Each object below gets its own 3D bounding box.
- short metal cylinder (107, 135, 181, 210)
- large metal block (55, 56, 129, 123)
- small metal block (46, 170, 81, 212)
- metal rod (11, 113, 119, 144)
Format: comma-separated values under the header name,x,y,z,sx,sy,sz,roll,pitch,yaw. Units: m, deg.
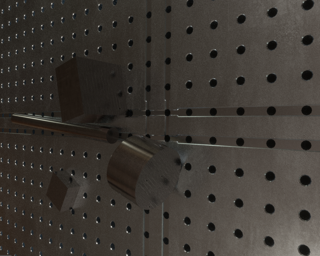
name,x,y,z,sx,sy,sz,roll,pitch,yaw
short metal cylinder,-0.019,0.054,0.387,0.050,0.081,0.079,23,104,37
large metal block,-0.098,-0.052,0.452,0.050,0.081,0.080,-16,80,38
small metal block,-0.172,0.111,0.548,0.050,0.025,0.050,35,111,34
metal rod,-0.186,-0.004,0.559,0.300,0.025,0.025,8,95,39
